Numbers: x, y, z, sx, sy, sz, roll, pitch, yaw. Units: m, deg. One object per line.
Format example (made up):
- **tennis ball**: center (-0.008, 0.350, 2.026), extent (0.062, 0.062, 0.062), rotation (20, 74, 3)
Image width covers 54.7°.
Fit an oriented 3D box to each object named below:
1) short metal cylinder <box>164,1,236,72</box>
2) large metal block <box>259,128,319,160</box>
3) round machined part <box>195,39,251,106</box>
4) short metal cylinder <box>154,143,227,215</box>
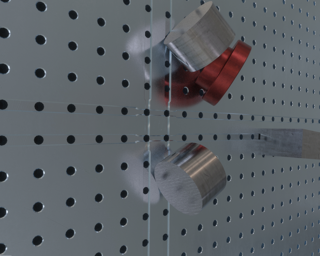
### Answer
- **short metal cylinder**: center (0.052, -0.121, 0.412), extent (0.050, 0.080, 0.080), rotation (46, 63, -21)
- **large metal block**: center (0.245, 0.030, 0.579), extent (0.081, 0.080, 0.050), rotation (8, 85, -40)
- **round machined part**: center (0.086, -0.084, 0.446), extent (0.042, 0.098, 0.098), rotation (31, 66, 1)
- **short metal cylinder**: center (0.039, 0.066, 0.406), extent (0.050, 0.080, 0.080), rotation (-32, 110, -35)
